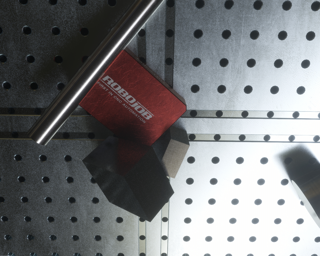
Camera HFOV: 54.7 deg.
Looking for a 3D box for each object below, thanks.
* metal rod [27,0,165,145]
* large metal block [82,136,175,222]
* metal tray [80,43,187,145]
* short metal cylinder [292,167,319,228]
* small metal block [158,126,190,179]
[{"bbox_3d":[-0.044,-0.102,0.344,0.025,0.025,0.299,39,94,-14],"label":"metal rod"},{"bbox_3d":[-0.039,0.062,0.392,0.050,0.080,0.080,-46,128,-31],"label":"large metal block"},{"bbox_3d":[-0.042,-0.040,0.395,0.130,0.030,0.090,41,105,-14],"label":"metal tray"},{"bbox_3d":[0.226,0.096,0.423,0.050,0.080,0.080,-29,108,10],"label":"short metal cylinder"},{"bbox_3d":[0.016,0.030,0.412,0.025,0.050,0.050,20,109,-8],"label":"small metal block"}]
